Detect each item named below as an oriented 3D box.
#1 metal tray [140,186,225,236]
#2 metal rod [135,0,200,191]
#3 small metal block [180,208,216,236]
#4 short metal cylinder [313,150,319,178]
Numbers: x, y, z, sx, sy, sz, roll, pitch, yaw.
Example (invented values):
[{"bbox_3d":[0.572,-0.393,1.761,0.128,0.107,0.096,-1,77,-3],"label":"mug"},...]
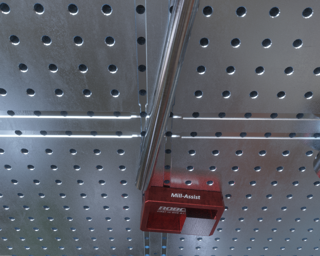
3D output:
[{"bbox_3d":[0.035,0.144,0.531,0.131,0.030,0.089,6,130,-6],"label":"metal tray"},{"bbox_3d":[0.001,-0.023,0.391,0.025,0.025,0.298,8,130,-7],"label":"metal rod"},{"bbox_3d":[0.064,0.158,0.530,0.050,0.025,0.050,7,130,-6],"label":"small metal block"},{"bbox_3d":[0.258,0.045,0.416,0.081,0.080,0.050,4,130,-4],"label":"short metal cylinder"}]
